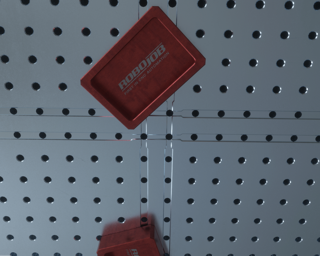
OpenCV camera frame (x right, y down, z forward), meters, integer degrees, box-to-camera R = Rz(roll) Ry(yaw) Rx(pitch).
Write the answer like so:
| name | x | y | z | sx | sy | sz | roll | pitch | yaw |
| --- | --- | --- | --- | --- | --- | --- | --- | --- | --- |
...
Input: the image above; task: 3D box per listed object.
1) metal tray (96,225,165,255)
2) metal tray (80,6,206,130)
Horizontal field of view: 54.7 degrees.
| name | x | y | z | sx | sy | sz | roll | pitch | yaw |
| --- | --- | --- | --- | --- | --- | --- | --- | --- | --- |
| metal tray | -0.035 | 0.223 | 0.492 | 0.090 | 0.030 | 0.129 | -16 | 110 | 5 |
| metal tray | -0.021 | -0.072 | 0.383 | 0.130 | 0.030 | 0.090 | -42 | 105 | 13 |
